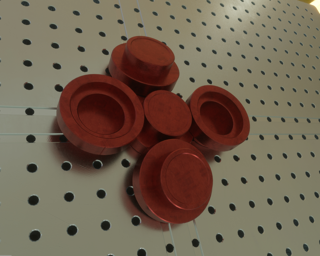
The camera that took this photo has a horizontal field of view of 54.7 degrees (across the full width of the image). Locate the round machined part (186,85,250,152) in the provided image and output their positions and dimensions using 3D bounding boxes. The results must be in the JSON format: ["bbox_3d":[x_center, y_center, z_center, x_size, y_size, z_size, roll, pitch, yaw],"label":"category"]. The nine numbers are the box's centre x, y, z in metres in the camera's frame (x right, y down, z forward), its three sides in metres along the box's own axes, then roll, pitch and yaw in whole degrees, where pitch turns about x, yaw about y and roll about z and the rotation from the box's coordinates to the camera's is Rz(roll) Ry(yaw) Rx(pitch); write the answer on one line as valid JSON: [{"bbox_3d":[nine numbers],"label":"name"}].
[{"bbox_3d":[0.077,-0.010,0.446,0.099,0.042,0.098,14,56,-21],"label":"round machined part"}]

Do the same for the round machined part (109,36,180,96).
[{"bbox_3d":[-0.018,-0.091,0.430,0.099,0.042,0.098,14,43,-13],"label":"round machined part"}]

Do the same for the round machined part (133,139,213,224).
[{"bbox_3d":[0.022,0.060,0.359,0.099,0.042,0.098,8,73,-27],"label":"round machined part"}]

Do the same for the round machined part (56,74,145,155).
[{"bbox_3d":[-0.072,-0.012,0.367,0.099,0.042,0.098,14,56,-21],"label":"round machined part"}]

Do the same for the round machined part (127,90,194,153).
[{"bbox_3d":[0.003,-0.011,0.405,0.099,0.042,0.098,14,56,-21],"label":"round machined part"}]
